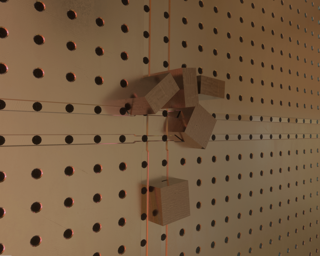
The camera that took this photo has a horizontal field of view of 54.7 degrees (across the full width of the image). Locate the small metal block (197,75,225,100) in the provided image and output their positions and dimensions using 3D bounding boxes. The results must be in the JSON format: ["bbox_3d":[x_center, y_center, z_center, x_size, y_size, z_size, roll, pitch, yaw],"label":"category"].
[{"bbox_3d":[0.057,-0.056,0.443,0.050,0.050,0.025,5,87,-40],"label":"small metal block"}]

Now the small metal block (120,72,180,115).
[{"bbox_3d":[-0.013,-0.042,0.384,0.050,0.050,0.025,-47,119,-30],"label":"small metal block"}]

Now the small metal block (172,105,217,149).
[{"bbox_3d":[0.052,-0.003,0.455,0.050,0.025,0.050,38,67,-34],"label":"small metal block"}]

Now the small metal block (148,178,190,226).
[{"bbox_3d":[0.013,0.099,0.423,0.050,0.025,0.050,-7,95,-40],"label":"small metal block"}]

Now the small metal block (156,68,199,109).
[{"bbox_3d":[0.023,-0.052,0.414,0.025,0.050,0.050,-9,96,-40],"label":"small metal block"}]
